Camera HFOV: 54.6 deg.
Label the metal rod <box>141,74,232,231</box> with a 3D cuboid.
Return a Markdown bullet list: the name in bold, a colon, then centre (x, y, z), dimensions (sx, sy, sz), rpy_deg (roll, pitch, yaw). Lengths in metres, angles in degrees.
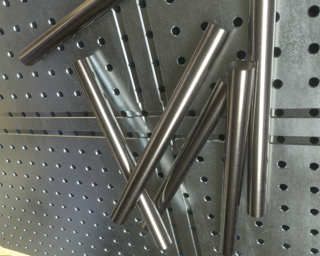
- **metal rod**: centre (0.028, 0.056, 0.431), dimensions (0.025, 0.025, 0.298), rpy_deg (31, 129, 8)

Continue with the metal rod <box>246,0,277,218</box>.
- **metal rod**: centre (0.109, -0.020, 0.341), dimensions (0.025, 0.025, 0.298), rpy_deg (6, 121, 25)

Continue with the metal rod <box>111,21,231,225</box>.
- **metal rod**: centre (0.001, 0.014, 0.385), dimensions (0.025, 0.025, 0.298), rpy_deg (32, 118, 8)

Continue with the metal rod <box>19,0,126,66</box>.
- **metal rod**: centre (-0.077, -0.141, 0.365), dimensions (0.299, 0.025, 0.025), rpy_deg (-19, 109, 35)

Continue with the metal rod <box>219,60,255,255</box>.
- **metal rod**: centre (0.091, 0.061, 0.387), dimensions (0.025, 0.025, 0.298), rpy_deg (11, 128, 22)

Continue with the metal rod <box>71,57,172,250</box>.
- **metal rod**: centre (-0.050, 0.044, 0.445), dimensions (0.025, 0.025, 0.299), rpy_deg (-14, 105, 34)
